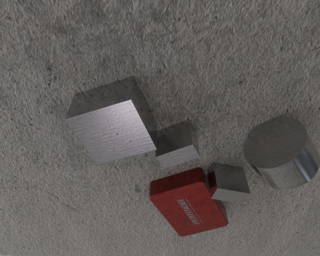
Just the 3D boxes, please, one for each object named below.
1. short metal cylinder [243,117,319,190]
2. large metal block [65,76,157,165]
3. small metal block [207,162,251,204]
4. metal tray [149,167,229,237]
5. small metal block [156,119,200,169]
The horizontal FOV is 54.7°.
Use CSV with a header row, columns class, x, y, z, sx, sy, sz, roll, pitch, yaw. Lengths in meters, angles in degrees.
class,x,y,z,sx,sy,sz,roll,pitch,yaw
short metal cylinder,0.156,0.032,0.400,0.080,0.080,0.050,-28,125,22
large metal block,-0.055,-0.008,0.384,0.080,0.050,0.080,-15,129,12
small metal block,0.101,0.081,0.461,0.050,0.050,0.025,11,129,-10
metal tray,0.050,0.127,0.512,0.090,0.030,0.130,-20,128,16
small metal block,0.023,0.021,0.408,0.050,0.050,0.025,-21,127,16
